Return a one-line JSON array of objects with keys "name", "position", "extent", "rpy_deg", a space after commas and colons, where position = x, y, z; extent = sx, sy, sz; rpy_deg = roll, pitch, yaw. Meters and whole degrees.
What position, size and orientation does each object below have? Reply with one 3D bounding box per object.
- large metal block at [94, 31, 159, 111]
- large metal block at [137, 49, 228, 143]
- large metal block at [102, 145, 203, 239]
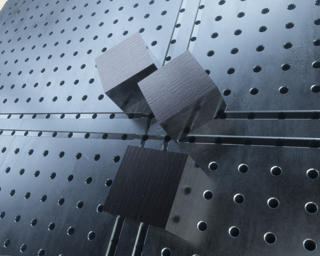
[{"name": "large metal block", "position": [-0.045, -0.086, 0.469], "extent": [0.080, 0.050, 0.080], "rpy_deg": [-30, 52, 9]}, {"name": "large metal block", "position": [0.028, -0.042, 0.404], "extent": [0.080, 0.050, 0.080], "rpy_deg": [-33, 51, 7]}, {"name": "large metal block", "position": [-0.006, 0.071, 0.353], "extent": [0.080, 0.050, 0.080], "rpy_deg": [6, 65, 31]}]
